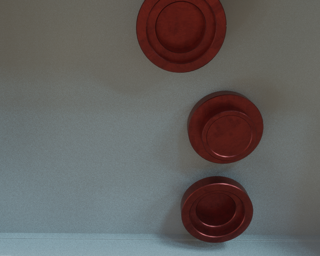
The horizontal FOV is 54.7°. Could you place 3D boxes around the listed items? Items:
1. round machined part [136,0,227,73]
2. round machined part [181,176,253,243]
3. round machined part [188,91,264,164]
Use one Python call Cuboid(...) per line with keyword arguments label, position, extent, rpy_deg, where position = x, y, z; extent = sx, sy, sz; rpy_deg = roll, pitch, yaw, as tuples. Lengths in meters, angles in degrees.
Cuboid(label="round machined part", position=(0.023, -0.117, 0.355), extent=(0.099, 0.042, 0.097), rpy_deg=(0, 117, 0))
Cuboid(label="round machined part", position=(0.079, 0.111, 0.444), extent=(0.099, 0.042, 0.097), rpy_deg=(0, 110, 0))
Cuboid(label="round machined part", position=(0.086, 0.004, 0.404), extent=(0.099, 0.042, 0.097), rpy_deg=(0, 110, 0))
